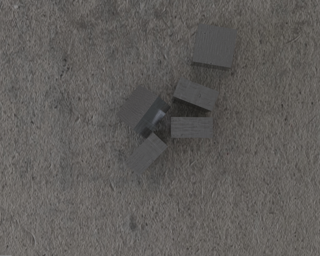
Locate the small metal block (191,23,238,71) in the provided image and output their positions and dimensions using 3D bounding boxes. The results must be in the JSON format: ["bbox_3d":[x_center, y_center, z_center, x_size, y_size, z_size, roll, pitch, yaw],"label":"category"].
[{"bbox_3d":[0.071,-0.106,0.410,0.050,0.025,0.050,9,90,0],"label":"small metal block"}]

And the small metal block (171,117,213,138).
[{"bbox_3d":[0.038,-0.001,0.398,0.050,0.050,0.025,1,90,0],"label":"small metal block"}]

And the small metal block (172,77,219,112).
[{"bbox_3d":[0.044,-0.041,0.398,0.050,0.050,0.025,21,90,0],"label":"small metal block"}]

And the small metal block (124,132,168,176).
[{"bbox_3d":[-0.017,0.031,0.397,0.025,0.050,0.050,44,90,0],"label":"small metal block"}]

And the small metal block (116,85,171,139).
[{"bbox_3d":[-0.022,-0.022,0.395,0.025,0.050,0.050,37,90,-40],"label":"small metal block"}]
